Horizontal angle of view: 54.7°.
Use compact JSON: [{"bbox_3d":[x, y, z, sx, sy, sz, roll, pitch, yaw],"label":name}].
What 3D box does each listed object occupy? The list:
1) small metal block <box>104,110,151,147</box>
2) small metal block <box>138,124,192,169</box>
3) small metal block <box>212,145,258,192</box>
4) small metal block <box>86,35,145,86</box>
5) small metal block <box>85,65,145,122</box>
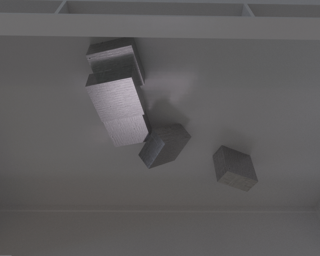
[{"bbox_3d":[-0.042,-0.005,0.404,0.050,0.025,0.050,-11,130,8],"label":"small metal block"},{"bbox_3d":[0.006,0.024,0.412,0.050,0.025,0.050,-12,144,-44],"label":"small metal block"},{"bbox_3d":[0.106,0.057,0.442,0.050,0.050,0.025,20,127,-17],"label":"small metal block"},{"bbox_3d":[-0.048,-0.071,0.348,0.050,0.025,0.050,-11,130,8],"label":"small metal block"},{"bbox_3d":[-0.048,-0.037,0.344,0.050,0.025,0.050,-10,130,8],"label":"small metal block"}]
